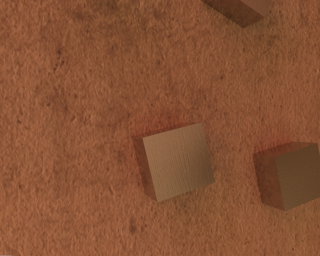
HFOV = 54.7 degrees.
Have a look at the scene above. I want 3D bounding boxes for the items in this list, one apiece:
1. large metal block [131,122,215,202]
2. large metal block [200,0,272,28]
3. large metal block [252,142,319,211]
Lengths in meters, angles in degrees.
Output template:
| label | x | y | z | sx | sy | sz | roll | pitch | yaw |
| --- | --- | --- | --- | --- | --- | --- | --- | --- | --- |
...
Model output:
| label | x | y | z | sx | sy | sz | roll | pitch | yaw |
| --- | --- | --- | --- | --- | --- | --- | --- | --- | --- |
| large metal block | 0.016 | 0.040 | 0.403 | 0.081 | 0.050 | 0.080 | -14 | 95 | -20 |
| large metal block | 0.117 | -0.204 | 0.440 | 0.080 | 0.050 | 0.080 | 26 | 81 | -19 |
| large metal block | 0.196 | 0.070 | 0.470 | 0.081 | 0.050 | 0.080 | -14 | 95 | -20 |
